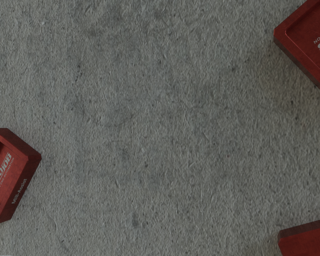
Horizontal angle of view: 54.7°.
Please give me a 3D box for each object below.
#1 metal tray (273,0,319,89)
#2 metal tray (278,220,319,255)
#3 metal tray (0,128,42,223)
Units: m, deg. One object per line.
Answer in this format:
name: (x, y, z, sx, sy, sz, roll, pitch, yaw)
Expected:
metal tray: (0.203, -0.114, 0.334, 0.130, 0.030, 0.090, -41, 77, 15)
metal tray: (0.197, 0.168, 0.337, 0.090, 0.030, 0.129, -23, 82, 18)
metal tray: (-0.256, 0.076, 0.496, 0.090, 0.030, 0.129, 33, 100, 17)
